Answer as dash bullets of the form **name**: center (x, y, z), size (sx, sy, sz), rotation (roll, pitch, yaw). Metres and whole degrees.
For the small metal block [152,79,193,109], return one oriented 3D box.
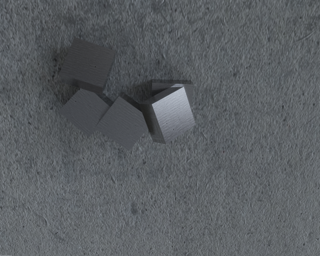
- **small metal block**: center (0.015, -0.035, 0.398), size (0.050, 0.025, 0.050), rotation (2, 110, -1)

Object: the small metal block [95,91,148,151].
- **small metal block**: center (-0.043, -0.008, 0.379), size (0.050, 0.025, 0.050), rotation (36, 106, -13)

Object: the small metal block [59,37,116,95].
- **small metal block**: center (-0.085, -0.073, 0.370), size (0.050, 0.025, 0.050), rotation (18, 72, -7)

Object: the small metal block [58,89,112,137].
- **small metal block**: center (-0.092, -0.025, 0.400), size (0.050, 0.025, 0.050), rotation (-43, 105, 14)

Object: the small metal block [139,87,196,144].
- **small metal block**: center (0.010, -0.016, 0.365), size (0.050, 0.025, 0.050), rotation (-32, 113, -31)
